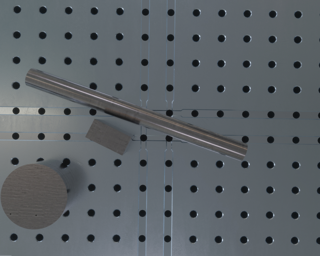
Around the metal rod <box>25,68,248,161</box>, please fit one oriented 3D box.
[{"bbox_3d":[-0.030,-0.018,0.413,0.301,0.025,0.025,19,90,0],"label":"metal rod"}]

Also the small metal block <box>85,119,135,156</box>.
[{"bbox_3d":[-0.063,0.011,0.400,0.050,0.050,0.025,27,90,0],"label":"small metal block"}]

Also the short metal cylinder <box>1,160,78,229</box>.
[{"bbox_3d":[-0.153,0.083,0.400,0.081,0.050,0.079,0,90,0],"label":"short metal cylinder"}]
